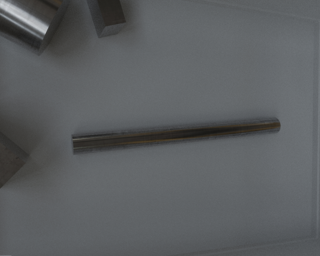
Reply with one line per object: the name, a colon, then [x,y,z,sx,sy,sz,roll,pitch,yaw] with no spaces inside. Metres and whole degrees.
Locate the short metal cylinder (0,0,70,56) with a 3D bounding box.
short metal cylinder: [-0.136,-0.125,0.331,0.050,0.080,0.080,28,81,-18]

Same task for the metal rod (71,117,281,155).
metal rod: [0.036,0.008,0.425,0.303,0.025,0.025,-5,92,-20]

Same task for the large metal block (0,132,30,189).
large metal block: [-0.184,0.024,0.313,0.080,0.080,0.050,45,76,-15]

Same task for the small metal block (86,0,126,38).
small metal block: [-0.066,-0.142,0.373,0.025,0.050,0.050,-19,97,-19]
